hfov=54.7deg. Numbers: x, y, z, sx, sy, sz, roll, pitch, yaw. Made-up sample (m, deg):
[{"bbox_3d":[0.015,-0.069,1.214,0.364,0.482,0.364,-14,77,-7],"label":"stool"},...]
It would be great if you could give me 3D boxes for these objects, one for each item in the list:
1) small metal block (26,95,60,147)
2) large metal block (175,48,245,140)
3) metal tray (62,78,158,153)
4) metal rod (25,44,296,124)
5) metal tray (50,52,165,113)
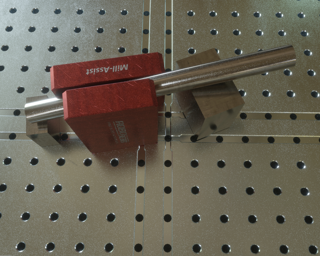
[{"bbox_3d":[-0.150,-0.008,0.399,0.025,0.050,0.050,-8,70,-3],"label":"small metal block"},{"bbox_3d":[0.058,-0.040,0.397,0.050,0.080,0.080,-21,72,-8],"label":"large metal block"},{"bbox_3d":[-0.049,-0.008,0.358,0.091,0.130,0.030,-9,71,-4],"label":"metal tray"},{"bbox_3d":[-0.004,-0.048,0.349,0.302,0.025,0.025,-12,70,5],"label":"metal rod"},{"bbox_3d":[-0.060,-0.052,0.395,0.131,0.090,0.030,-8,72,-4],"label":"metal tray"}]
